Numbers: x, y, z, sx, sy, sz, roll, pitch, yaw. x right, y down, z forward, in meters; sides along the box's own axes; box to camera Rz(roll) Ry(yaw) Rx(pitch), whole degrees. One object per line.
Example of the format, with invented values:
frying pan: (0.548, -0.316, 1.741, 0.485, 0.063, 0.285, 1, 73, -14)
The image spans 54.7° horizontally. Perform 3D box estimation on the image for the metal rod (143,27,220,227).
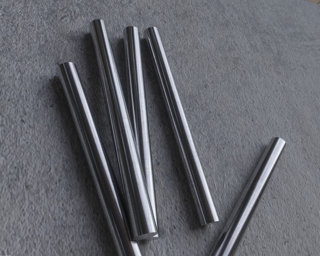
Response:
metal rod: (0.023, -0.018, 0.426, 0.025, 0.025, 0.299, -1, 62, -29)

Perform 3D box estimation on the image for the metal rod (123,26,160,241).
metal rod: (-0.028, -0.014, 0.396, 0.025, 0.025, 0.299, 7, 58, -25)

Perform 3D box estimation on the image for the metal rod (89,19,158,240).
metal rod: (-0.051, -0.020, 0.373, 0.025, 0.025, 0.299, 0, 57, -28)

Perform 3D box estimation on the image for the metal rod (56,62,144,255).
metal rod: (-0.061, 0.056, 0.336, 0.025, 0.025, 0.299, -10, 67, -33)

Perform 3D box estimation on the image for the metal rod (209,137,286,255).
metal rod: (0.105, 0.109, 0.393, 0.025, 0.025, 0.301, 43, 51, 1)
